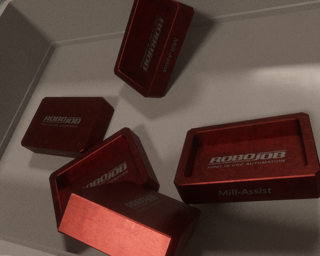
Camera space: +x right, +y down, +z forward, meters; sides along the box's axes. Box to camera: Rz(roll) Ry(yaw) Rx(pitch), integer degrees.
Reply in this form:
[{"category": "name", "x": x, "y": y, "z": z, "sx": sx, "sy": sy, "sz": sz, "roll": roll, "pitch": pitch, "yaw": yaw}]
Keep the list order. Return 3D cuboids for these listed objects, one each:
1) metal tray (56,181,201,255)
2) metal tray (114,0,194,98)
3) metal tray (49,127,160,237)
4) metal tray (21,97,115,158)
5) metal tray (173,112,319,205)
[{"category": "metal tray", "x": -0.017, "y": 0.081, "z": 0.281, "sx": 0.090, "sy": 0.130, "sz": 0.030, "roll": 19, "pitch": 89, "yaw": 16}, {"category": "metal tray", "x": -0.014, "y": -0.118, "z": 0.435, "sx": 0.090, "sy": 0.030, "sz": 0.129, "roll": 40, "pitch": 119, "yaw": 38}, {"category": "metal tray", "x": -0.075, "y": 0.068, "z": 0.398, "sx": 0.130, "sy": 0.030, "sz": 0.090, "roll": -32, "pitch": 52, "yaw": 7}, {"category": "metal tray", "x": -0.143, "y": -0.003, "z": 0.477, "sx": 0.130, "sy": 0.030, "sz": 0.090, "roll": 3, "pitch": 63, "yaw": 29}, {"category": "metal tray", "x": 0.087, "y": 0.031, "z": 0.316, "sx": 0.130, "sy": 0.030, "sz": 0.090, "roll": -9, "pitch": 35, "yaw": 23}]
